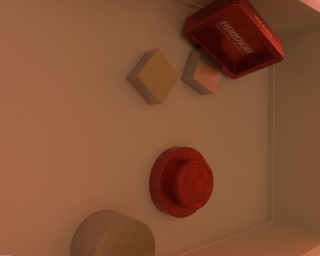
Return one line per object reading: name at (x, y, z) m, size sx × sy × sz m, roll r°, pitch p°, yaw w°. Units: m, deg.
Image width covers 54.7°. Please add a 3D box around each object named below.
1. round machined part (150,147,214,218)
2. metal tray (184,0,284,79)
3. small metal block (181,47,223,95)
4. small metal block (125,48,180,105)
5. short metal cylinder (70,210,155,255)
round machined part at (0.037, 0.076, 0.429) m, size 0.099 × 0.042 × 0.097 m, roll 0°, pitch 90°, yaw -40°
metal tray at (0.110, -0.130, 0.455) m, size 0.131 × 0.090 × 0.030 m, roll 31°, pitch 55°, yaw -36°
small metal block at (0.063, -0.083, 0.462) m, size 0.050 × 0.025 × 0.050 m, roll 30°, pitch 71°, yaw -36°
small metal block at (-0.008, -0.066, 0.402) m, size 0.050 × 0.025 × 0.050 m, roll 48°, pitch 61°, yaw -30°
short metal cylinder at (-0.052, 0.137, 0.348) m, size 0.081 × 0.050 × 0.079 m, roll 0°, pitch 90°, yaw -40°
